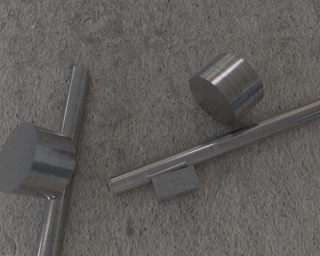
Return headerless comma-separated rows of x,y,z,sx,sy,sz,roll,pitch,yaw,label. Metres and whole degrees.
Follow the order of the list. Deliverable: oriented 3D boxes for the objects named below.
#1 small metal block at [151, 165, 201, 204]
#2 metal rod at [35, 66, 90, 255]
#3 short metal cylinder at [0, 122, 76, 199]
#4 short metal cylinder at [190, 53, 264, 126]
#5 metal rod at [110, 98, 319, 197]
0.018,0.069,0.370,0.050,0.050,0.025,-16,71,-6,small metal block
-0.122,0.059,0.385,0.025,0.025,0.299,4,70,1,metal rod
-0.143,0.039,0.359,0.080,0.050,0.080,-16,62,34,short metal cylinder
0.084,-0.049,0.397,0.050,0.080,0.080,-40,75,-13,short metal cylinder
0.083,0.021,0.401,0.302,0.025,0.025,-20,72,-8,metal rod
